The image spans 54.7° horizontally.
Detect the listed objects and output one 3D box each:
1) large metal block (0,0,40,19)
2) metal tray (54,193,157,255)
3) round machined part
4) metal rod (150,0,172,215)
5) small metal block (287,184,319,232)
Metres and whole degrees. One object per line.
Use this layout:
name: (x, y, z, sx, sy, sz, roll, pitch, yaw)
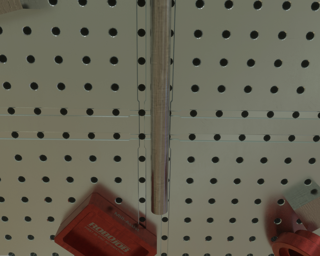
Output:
large metal block: (-0.193, -0.161, 0.338, 0.080, 0.050, 0.080, -13, 110, 4)
metal tray: (-0.080, 0.170, 0.472, 0.130, 0.030, 0.090, 41, 105, -14)
round machined part: (0.222, 0.191, 0.458, 0.042, 0.098, 0.098, -40, 110, -24)
metal rod: (0.000, -0.019, 0.406, 0.025, 0.025, 0.298, 0, 110, -1)
small metal block: (0.229, 0.120, 0.461, 0.050, 0.025, 0.050, -34, 107, 11)
